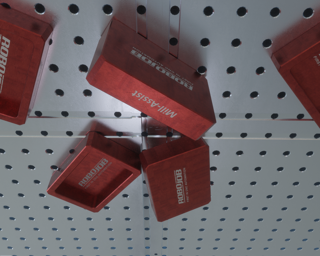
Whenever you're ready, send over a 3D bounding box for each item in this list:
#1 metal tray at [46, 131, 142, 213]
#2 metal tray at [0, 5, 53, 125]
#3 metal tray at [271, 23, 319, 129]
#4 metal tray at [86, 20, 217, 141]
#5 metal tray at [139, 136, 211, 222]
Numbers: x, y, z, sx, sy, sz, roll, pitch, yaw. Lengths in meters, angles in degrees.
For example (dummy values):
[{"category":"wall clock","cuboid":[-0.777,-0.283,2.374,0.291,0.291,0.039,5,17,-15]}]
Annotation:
[{"category":"metal tray","cuboid":[-0.099,0.071,0.467,0.090,0.030,0.129,31,124,-24]},{"category":"metal tray","cuboid":[-0.182,-0.070,0.347,0.090,0.030,0.129,20,127,-16]},{"category":"metal tray","cuboid":[0.203,-0.059,0.359,0.090,0.030,0.130,-34,123,25]},{"category":"metal tray","cuboid":[-0.005,-0.051,0.325,0.131,0.090,0.030,28,125,-22]},{"category":"metal tray","cuboid":[0.026,0.076,0.453,0.091,0.030,0.129,-19,131,-11]}]
